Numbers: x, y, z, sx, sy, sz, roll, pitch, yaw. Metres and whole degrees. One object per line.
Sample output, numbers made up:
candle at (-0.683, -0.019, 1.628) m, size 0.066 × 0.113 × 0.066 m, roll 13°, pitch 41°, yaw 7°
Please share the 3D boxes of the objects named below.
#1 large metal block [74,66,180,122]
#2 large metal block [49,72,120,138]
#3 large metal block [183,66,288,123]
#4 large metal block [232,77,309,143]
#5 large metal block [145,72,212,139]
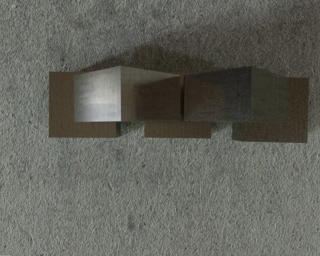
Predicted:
large metal block at (-0.035, -0.032, 0.333) m, size 0.081 × 0.080 × 0.050 m, roll -1°, pitch 91°, yaw -46°
large metal block at (-0.093, -0.028, 0.398) m, size 0.081 × 0.050 × 0.079 m, roll 0°, pitch 90°, yaw -1°
large metal block at (0.082, -0.031, 0.337) m, size 0.080 × 0.081 × 0.050 m, roll 1°, pitch 90°, yaw 44°
large metal block at (0.140, -0.022, 0.401) m, size 0.081 × 0.050 × 0.079 m, roll 2°, pitch 90°, yaw -1°
large metal block at (0.022, -0.028, 0.399) m, size 0.081 × 0.050 × 0.079 m, roll 1°, pitch 90°, yaw -1°
